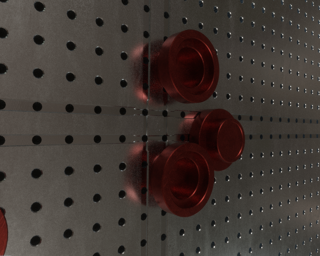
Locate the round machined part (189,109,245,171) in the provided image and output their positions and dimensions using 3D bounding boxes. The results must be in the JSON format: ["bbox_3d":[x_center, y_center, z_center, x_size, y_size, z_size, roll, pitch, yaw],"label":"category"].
[{"bbox_3d":[0.095,0.019,0.480,0.099,0.042,0.097,0,90,-40],"label":"round machined part"}]

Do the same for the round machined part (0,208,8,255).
[{"bbox_3d":[-0.181,0.090,0.248,0.099,0.042,0.097,0,90,-40],"label":"round machined part"}]

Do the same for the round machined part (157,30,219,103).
[{"bbox_3d":[0.035,-0.082,0.429,0.099,0.042,0.097,0,90,-40],"label":"round machined part"}]

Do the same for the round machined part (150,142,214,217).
[{"bbox_3d":[0.026,0.068,0.423,0.099,0.042,0.097,0,90,-40],"label":"round machined part"}]
